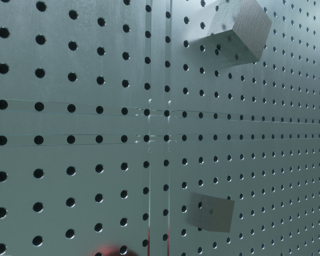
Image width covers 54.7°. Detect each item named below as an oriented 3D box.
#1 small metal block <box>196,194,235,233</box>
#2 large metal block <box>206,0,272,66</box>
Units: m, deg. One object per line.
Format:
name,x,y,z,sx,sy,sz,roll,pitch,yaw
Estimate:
small metal block,0.087,0.133,0.483,0.050,0.025,0.050,19,78,-38
large metal block,0.130,-0.160,0.501,0.080,0.050,0.080,34,69,-35
